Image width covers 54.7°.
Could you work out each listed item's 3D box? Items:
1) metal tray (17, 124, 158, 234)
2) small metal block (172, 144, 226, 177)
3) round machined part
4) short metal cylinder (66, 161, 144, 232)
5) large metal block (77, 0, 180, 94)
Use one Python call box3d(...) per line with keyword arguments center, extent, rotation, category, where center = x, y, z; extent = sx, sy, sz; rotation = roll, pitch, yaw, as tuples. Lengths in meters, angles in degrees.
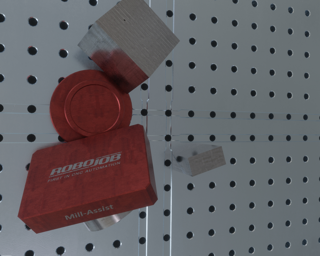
box3d(center=(-0.073, 0.050, 0.328), extent=(0.131, 0.090, 0.030), rotation=(-15, 133, 3), category="metal tray")
box3d(center=(0.052, 0.042, 0.419), extent=(0.050, 0.050, 0.025), rotation=(-17, 96, -19), category="small metal block")
box3d(center=(-0.081, -0.022, 0.374), extent=(0.099, 0.042, 0.097), rotation=(0, 90, -20), category="round machined part")
box3d(center=(-0.063, 0.073, 0.360), extent=(0.080, 0.080, 0.050), rotation=(-34, 102, -17), category="short metal cylinder")
box3d(center=(-0.035, -0.102, 0.372), extent=(0.080, 0.050, 0.080), rotation=(45, 53, -15), category="large metal block")
